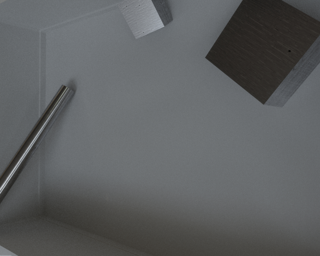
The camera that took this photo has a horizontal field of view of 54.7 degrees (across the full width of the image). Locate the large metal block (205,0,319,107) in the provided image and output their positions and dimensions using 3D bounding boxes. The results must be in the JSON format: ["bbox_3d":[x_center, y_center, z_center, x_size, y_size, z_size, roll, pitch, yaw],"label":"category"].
[{"bbox_3d":[0.106,-0.077,0.302,0.080,0.050,0.080,47,118,29],"label":"large metal block"}]

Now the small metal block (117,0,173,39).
[{"bbox_3d":[-0.019,-0.152,0.405,0.050,0.025,0.050,-11,119,39],"label":"small metal block"}]

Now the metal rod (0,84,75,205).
[{"bbox_3d":[-0.237,0.058,0.518,0.025,0.025,0.300,26,81,37],"label":"metal rod"}]
